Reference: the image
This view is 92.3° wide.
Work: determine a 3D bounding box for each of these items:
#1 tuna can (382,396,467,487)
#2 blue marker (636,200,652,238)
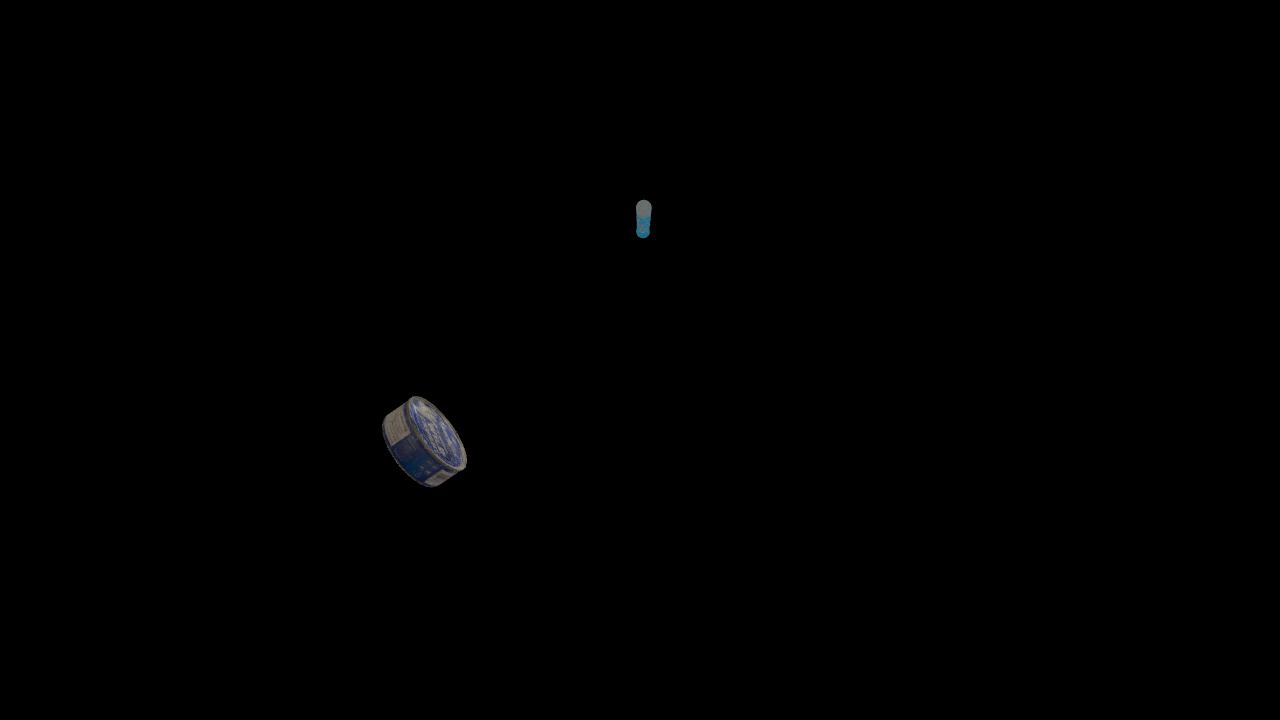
[{"bbox_3d":[-0.203,0.078,0.582,0.034,0.084,0.084,-35,-1,1],"label":"tuna can"},{"bbox_3d":[0.004,-0.177,0.782,0.020,0.020,0.121,0,-2,0],"label":"blue marker"}]
